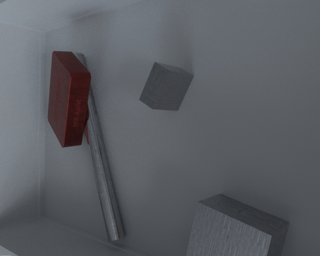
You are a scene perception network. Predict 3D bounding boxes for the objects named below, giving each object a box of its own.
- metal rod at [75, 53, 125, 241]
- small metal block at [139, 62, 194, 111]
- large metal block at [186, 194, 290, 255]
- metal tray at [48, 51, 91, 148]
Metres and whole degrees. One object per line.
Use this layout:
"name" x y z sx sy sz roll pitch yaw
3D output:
"metal rod" -0.101 0.022 0.487 0.025 0.025 0.299 -24 75 37
"small metal block" 0.009 -0.050 0.382 0.025 0.050 0.050 37 113 33
"large metal block" 0.078 0.125 0.325 0.080 0.050 0.079 17 101 38
"metal tray" -0.148 -0.045 0.493 0.090 0.030 0.129 46 131 42
